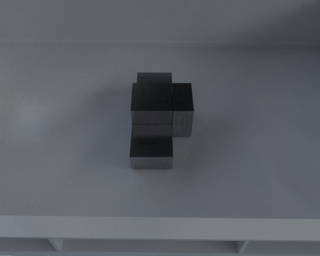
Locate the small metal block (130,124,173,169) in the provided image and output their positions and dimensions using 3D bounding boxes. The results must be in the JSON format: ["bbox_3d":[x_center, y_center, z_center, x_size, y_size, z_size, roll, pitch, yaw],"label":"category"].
[{"bbox_3d":[-0.010,0.023,0.384,0.050,0.025,0.050,0,50,0],"label":"small metal block"}]

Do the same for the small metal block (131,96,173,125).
[{"bbox_3d":[-0.010,-0.014,0.398,0.050,0.050,0.025,0,50,0],"label":"small metal block"}]

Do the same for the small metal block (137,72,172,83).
[{"bbox_3d":[-0.008,-0.055,0.448,0.050,0.025,0.050,0,50,0],"label":"small metal block"}]

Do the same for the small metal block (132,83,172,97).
[{"bbox_3d":[-0.010,-0.033,0.414,0.050,0.050,0.025,0,50,0],"label":"small metal block"}]

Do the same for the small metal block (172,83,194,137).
[{"bbox_3d":[0.028,-0.024,0.406,0.025,0.050,0.050,0,50,0],"label":"small metal block"}]
